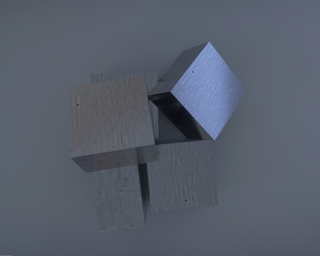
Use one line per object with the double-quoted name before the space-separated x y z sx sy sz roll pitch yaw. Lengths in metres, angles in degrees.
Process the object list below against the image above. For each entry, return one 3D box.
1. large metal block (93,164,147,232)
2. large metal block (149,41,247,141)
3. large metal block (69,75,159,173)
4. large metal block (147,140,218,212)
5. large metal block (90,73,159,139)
"large metal block" -0.046 0.073 0.382 0.050 0.080 0.079 -7 90 0
"large metal block" 0.046 -0.042 0.373 0.080 0.050 0.080 46 67 -23
"large metal block" -0.049 -0.004 0.332 0.080 0.050 0.080 -9 65 0
"large metal block" 0.026 0.057 0.396 0.081 0.050 0.079 -5 90 -1
"large metal block" -0.043 -0.026 0.397 0.081 0.050 0.079 -1 90 -1
